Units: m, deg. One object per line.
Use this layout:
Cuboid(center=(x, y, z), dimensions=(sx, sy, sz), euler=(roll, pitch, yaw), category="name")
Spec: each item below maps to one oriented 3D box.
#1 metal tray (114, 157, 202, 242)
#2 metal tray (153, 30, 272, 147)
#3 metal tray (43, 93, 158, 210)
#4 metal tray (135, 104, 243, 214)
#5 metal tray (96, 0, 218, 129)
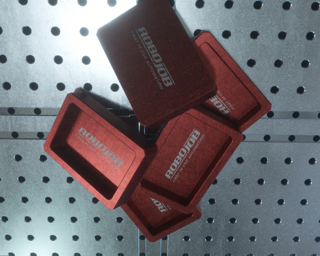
Cuboid(center=(-0.011, 0.093, 0.445), dimensions=(0.090, 0.030, 0.130), euler=(-31, 108, 10), category="metal tray")
Cuboid(center=(0.065, -0.046, 0.394), dimensions=(0.090, 0.030, 0.130), euler=(-42, 106, 13), category="metal tray")
Cuboid(center=(-0.078, 0.026, 0.386), dimensions=(0.130, 0.030, 0.089), euler=(36, 108, 19), category="metal tray")
Cuboid(center=(0.031, 0.037, 0.393), dimensions=(0.090, 0.030, 0.129), euler=(27, 108, -10), category="metal tray")
Cuboid(center=(-0.005, -0.075, 0.351), dimensions=(0.090, 0.030, 0.130), euler=(-29, 78, 9), category="metal tray")
